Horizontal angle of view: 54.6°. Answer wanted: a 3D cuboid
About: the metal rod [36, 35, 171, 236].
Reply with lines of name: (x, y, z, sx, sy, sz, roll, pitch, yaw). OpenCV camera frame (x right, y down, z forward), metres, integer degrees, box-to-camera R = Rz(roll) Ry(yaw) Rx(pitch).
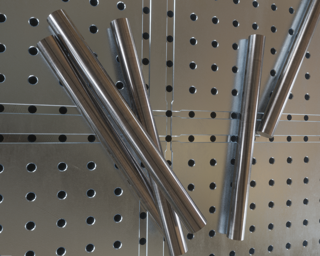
metal rod: (-0.056, 0.022, 0.391, 0.025, 0.025, 0.299, -35, 102, -17)

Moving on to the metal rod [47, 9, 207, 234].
metal rod: (-0.039, -0.008, 0.365, 0.025, 0.025, 0.299, -34, 89, -17)

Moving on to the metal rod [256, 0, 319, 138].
metal rod: (0.220, -0.124, 0.492, 0.025, 0.025, 0.299, 28, 81, -18)

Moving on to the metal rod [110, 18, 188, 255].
metal rod: (-0.014, 0.010, 0.391, 0.025, 0.025, 0.299, -14, 89, -19)

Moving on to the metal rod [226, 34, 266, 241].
metal rod: (0.128, 0.012, 0.459, 0.025, 0.025, 0.299, 8, 87, -20)
